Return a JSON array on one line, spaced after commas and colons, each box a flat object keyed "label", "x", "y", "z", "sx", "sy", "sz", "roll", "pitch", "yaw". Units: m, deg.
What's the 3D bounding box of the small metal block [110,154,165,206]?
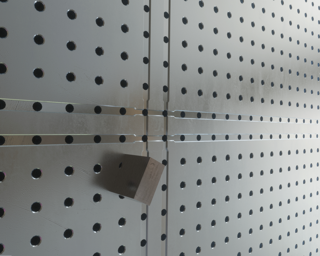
[{"label": "small metal block", "x": -0.027, "y": 0.061, "z": 0.372, "sx": 0.025, "sy": 0.050, "sz": 0.050, "roll": 35, "pitch": 69, "yaw": -35}]
